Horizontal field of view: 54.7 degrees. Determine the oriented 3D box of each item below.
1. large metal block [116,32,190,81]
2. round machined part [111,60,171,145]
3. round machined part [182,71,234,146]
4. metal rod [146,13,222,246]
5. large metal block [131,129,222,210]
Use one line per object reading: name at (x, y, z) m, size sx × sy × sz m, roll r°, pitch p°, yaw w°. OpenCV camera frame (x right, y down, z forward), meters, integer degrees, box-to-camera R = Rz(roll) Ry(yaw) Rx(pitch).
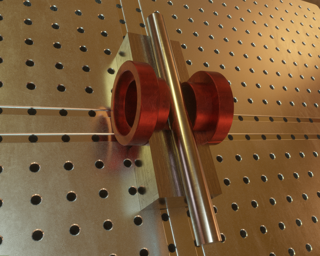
large metal block at (-0.011, -0.081, 0.435) m, size 0.081 × 0.050 × 0.080 m, roll 2°, pitch 61°, yaw -27°
round machined part at (-0.022, -0.028, 0.365) m, size 0.042 × 0.097 × 0.098 m, roll 2°, pitch 61°, yaw -27°
round machined part at (0.049, -0.025, 0.403) m, size 0.042 × 0.097 × 0.098 m, roll -1°, pitch 62°, yaw -23°
metal rod at (0.021, -0.019, 0.367) m, size 0.025 × 0.025 × 0.299 m, roll 3°, pitch 61°, yaw -27°
large metal block at (0.017, 0.049, 0.371) m, size 0.081 × 0.050 × 0.080 m, roll 3°, pitch 61°, yaw -27°
